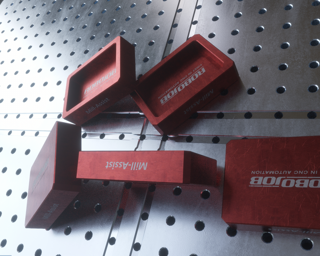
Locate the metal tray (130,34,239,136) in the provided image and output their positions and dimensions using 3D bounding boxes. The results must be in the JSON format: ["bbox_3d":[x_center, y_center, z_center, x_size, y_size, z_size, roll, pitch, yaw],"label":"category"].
[{"bbox_3d":[0.029,-0.062,0.426,0.130,0.030,0.090,-38,51,2],"label":"metal tray"}]

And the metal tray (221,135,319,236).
[{"bbox_3d":[0.131,0.055,0.303,0.130,0.030,0.090,-4,60,25],"label":"metal tray"}]

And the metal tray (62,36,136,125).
[{"bbox_3d":[-0.094,-0.069,0.471,0.130,0.030,0.090,-28,51,31],"label":"metal tray"}]

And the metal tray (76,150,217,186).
[{"bbox_3d":[-0.013,0.045,0.341,0.130,0.090,0.030,-2,78,26],"label":"metal tray"}]

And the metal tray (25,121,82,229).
[{"bbox_3d":[-0.137,0.063,0.393,0.129,0.030,0.090,-47,41,41],"label":"metal tray"}]
